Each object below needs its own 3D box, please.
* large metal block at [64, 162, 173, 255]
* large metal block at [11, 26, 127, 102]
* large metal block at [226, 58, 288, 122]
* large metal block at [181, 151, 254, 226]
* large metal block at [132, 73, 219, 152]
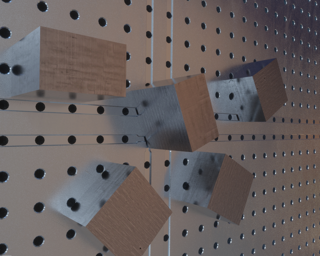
[{"bbox_3d":[-0.045,0.098,0.355,0.080,0.050,0.080,-49,119,-28],"label":"large metal block"},{"bbox_3d":[-0.089,-0.055,0.298,0.081,0.080,0.050,1,90,-40],"label":"large metal block"},{"bbox_3d":[0.169,-0.064,0.532,0.080,0.050,0.080,-36,112,-34],"label":"large metal block"},{"bbox_3d":[0.089,0.090,0.466,0.080,0.050,0.080,35,68,-34],"label":"large metal block"},{"bbox_3d":[0.018,-0.019,0.388,0.050,0.080,0.080,-26,107,-37],"label":"large metal block"}]
